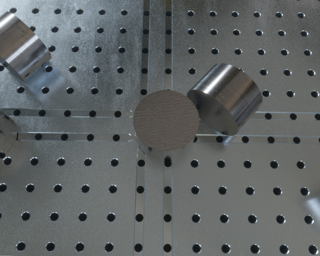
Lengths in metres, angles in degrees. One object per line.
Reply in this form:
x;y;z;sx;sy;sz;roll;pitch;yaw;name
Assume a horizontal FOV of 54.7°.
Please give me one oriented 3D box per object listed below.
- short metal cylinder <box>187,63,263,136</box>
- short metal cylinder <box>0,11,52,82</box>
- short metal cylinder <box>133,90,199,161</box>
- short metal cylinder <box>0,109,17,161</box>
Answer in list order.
0.082;-0.036;0.397;0.080;0.080;0.050;40;75;13;short metal cylinder
-0.196;-0.109;0.420;0.080;0.080;0.050;38;74;12;short metal cylinder
0.008;-0.002;0.399;0.081;0.050;0.080;0;70;0;short metal cylinder
-0.234;0.005;0.394;0.081;0.050;0.080;0;70;0;short metal cylinder
